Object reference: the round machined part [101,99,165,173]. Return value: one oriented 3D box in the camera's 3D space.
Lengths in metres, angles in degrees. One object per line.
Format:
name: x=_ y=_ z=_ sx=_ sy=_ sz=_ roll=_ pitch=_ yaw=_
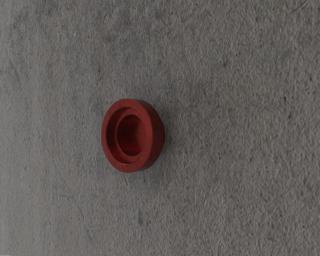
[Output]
round machined part: x=-0.032 y=0.010 z=0.422 sx=0.098 sy=0.042 sz=0.097 roll=0 pitch=90 yaw=40
